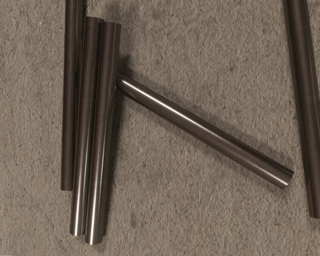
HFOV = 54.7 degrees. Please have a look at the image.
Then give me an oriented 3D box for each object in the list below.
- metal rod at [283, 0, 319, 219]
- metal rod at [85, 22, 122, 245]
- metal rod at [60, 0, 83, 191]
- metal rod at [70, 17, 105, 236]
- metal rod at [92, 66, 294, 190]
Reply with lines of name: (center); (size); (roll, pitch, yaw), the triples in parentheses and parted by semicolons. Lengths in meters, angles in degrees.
metal rod: (0.164, -0.050, 0.351); (0.025, 0.025, 0.298); (-7, 88, 19)
metal rod: (-0.078, 0.014, 0.417); (0.025, 0.025, 0.298); (10, 100, 19)
metal rod: (-0.128, -0.059, 0.452); (0.025, 0.025, 0.298); (2, 91, 19)
metal rod: (-0.102, 0.004, 0.426); (0.025, 0.025, 0.298); (10, 100, 19)
metal rod: (0.025, -0.014, 0.399); (0.300, 0.025, 0.025); (31, 100, 17)
